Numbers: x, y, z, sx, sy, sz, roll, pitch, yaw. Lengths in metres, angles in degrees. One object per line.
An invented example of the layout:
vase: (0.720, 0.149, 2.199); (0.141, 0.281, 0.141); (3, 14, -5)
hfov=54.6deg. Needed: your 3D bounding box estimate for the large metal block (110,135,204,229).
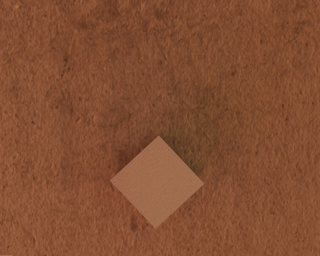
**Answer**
large metal block: (-0.003, 0.065, 0.398); (0.080, 0.050, 0.080); (-43, 90, 0)
